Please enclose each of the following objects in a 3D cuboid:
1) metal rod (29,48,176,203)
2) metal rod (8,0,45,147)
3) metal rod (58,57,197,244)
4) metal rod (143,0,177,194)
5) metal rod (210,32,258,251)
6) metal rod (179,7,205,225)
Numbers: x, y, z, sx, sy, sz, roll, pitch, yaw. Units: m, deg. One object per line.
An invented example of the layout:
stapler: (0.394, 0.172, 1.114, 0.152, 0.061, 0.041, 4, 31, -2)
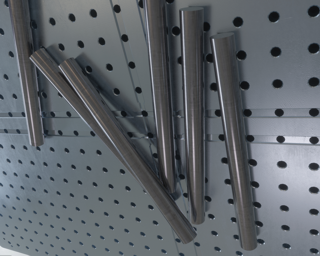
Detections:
metal rod: (-0.079, 0.009, 0.459, 0.025, 0.025, 0.300, -34, 100, 38)
metal rod: (-0.196, -0.097, 0.455, 0.025, 0.025, 0.298, 20, 126, 16)
metal rod: (-0.043, 0.033, 0.432, 0.025, 0.025, 0.299, -33, 94, 38)
metal rod: (0.002, -0.040, 0.385, 0.025, 0.025, 0.298, 9, 123, 23)
metal rod: (0.096, 0.036, 0.382, 0.025, 0.025, 0.298, 1, 119, 28)
metal rod: (0.044, 0.007, 0.392, 0.025, 0.025, 0.298, 9, 123, 23)
